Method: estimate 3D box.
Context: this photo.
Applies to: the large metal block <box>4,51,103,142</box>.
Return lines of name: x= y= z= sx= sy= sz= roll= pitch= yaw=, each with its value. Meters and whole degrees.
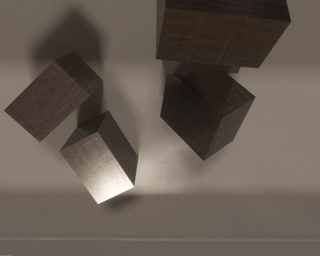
large metal block: x=-0.120 y=-0.040 z=0.365 sx=0.080 sy=0.080 sz=0.050 roll=-40 pitch=106 yaw=13

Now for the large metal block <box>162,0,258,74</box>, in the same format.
large metal block: x=0.046 y=-0.101 z=0.311 sx=0.081 sy=0.050 sz=0.080 roll=-3 pitch=144 yaw=-10

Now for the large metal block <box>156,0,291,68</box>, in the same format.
large metal block: x=0.040 y=-0.095 z=0.231 sx=0.081 sy=0.080 sz=0.050 roll=4 pitch=154 yaw=-7

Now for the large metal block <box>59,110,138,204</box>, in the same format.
large metal block: x=-0.072 y=0.034 z=0.393 sx=0.050 sy=0.080 sz=0.080 roll=-27 pitch=108 yaw=9

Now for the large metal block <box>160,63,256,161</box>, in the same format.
large metal block: x=0.049 y=-0.023 z=0.352 sx=0.050 sy=0.080 sz=0.080 roll=-31 pitch=153 yaw=-26
